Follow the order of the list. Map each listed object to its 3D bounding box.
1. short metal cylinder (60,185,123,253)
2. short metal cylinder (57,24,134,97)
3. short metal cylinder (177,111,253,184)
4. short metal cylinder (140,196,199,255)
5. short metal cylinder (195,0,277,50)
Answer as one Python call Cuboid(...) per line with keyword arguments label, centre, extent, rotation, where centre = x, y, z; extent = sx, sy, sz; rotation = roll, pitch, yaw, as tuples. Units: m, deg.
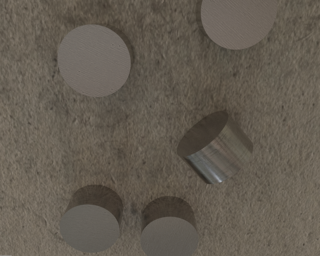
Cuboid(label="short metal cylinder", centre=(-0.095, 0.129, 0.443), extent=(0.081, 0.050, 0.079), rotation=(0, 110, -1))
Cuboid(label="short metal cylinder", centre=(-0.073, -0.081, 0.365), extent=(0.081, 0.050, 0.079), rotation=(0, 110, -1))
Cuboid(label="short metal cylinder", centre=(0.068, 0.024, 0.390), extent=(0.080, 0.080, 0.050), rotation=(-39, 106, 13))
Cuboid(label="short metal cylinder", centre=(0.013, 0.147, 0.451), extent=(0.081, 0.050, 0.079), rotation=(0, 110, -1))
Cuboid(label="short metal cylinder", centre=(0.083, -0.132, 0.349), extent=(0.081, 0.050, 0.079), rotation=(0, 110, -1))
